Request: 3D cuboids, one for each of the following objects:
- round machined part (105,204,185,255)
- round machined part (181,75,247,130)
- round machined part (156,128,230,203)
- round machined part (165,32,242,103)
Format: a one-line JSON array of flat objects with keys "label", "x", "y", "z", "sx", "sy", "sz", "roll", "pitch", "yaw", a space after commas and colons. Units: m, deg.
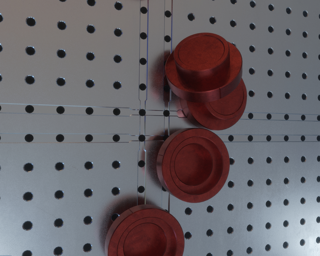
[{"label": "round machined part", "x": -0.022, "y": 0.146, "z": 0.397, "sx": 0.099, "sy": 0.042, "sz": 0.097, "roll": 0, "pitch": 90, "yaw": -21}, {"label": "round machined part", "x": 0.082, "y": -0.045, "z": 0.435, "sx": 0.099, "sy": 0.042, "sz": 0.097, "roll": 0, "pitch": 90, "yaw": -21}, {"label": "round machined part", "x": 0.041, "y": 0.048, "z": 0.420, "sx": 0.099, "sy": 0.042, "sz": 0.097, "roll": 0, "pitch": 90, "yaw": -21}, {"label": "round machined part", "x": 0.054, "y": -0.083, "z": 0.395, "sx": 0.098, "sy": 0.098, "sz": 0.042, "roll": -42, "pitch": 147, "yaw": -15}]
